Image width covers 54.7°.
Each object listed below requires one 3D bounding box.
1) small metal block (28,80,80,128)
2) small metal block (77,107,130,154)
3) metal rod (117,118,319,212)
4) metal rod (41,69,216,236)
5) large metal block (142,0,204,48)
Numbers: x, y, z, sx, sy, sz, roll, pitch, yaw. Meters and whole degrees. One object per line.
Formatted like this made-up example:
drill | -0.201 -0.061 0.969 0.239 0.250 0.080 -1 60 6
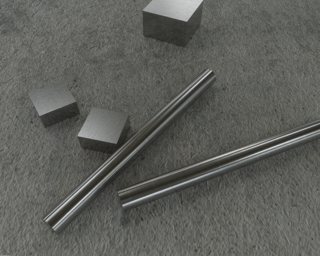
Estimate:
small metal block | -0.147 -0.034 0.430 0.050 0.025 0.050 -26 55 -20
small metal block | -0.070 0.004 0.399 0.050 0.025 0.050 11 51 8
metal rod | 0.096 0.036 0.374 0.302 0.025 0.025 -17 52 -15
metal rod | -0.019 0.011 0.393 0.025 0.025 0.301 32 56 23
large metal block | 0.024 -0.196 0.552 0.080 0.050 0.080 20 53 15
